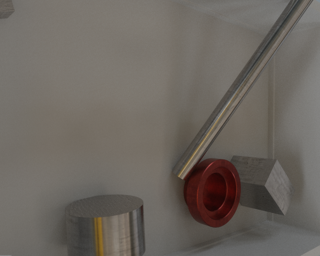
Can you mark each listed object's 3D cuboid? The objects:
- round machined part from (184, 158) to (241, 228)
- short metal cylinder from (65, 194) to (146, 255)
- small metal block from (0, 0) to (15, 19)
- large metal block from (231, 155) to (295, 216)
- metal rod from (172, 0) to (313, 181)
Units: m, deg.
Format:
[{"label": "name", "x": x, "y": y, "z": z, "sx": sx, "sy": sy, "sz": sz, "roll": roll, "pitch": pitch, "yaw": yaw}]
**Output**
[{"label": "round machined part", "x": 0.074, "y": 0.093, "z": 0.460, "sx": 0.099, "sy": 0.042, "sz": 0.097, "roll": 0, "pitch": 90, "yaw": -40}, {"label": "short metal cylinder", "x": -0.056, "y": 0.105, "z": 0.325, "sx": 0.081, "sy": 0.080, "sz": 0.050, "roll": -5, "pitch": 93, "yaw": -40}, {"label": "small metal block", "x": -0.164, "y": -0.122, "z": 0.270, "sx": 0.050, "sy": 0.025, "sz": 0.050, "roll": -23, "pitch": 105, "yaw": -38}, {"label": "large metal block", "x": 0.161, "y": 0.093, "z": 0.510, "sx": 0.080, "sy": 0.080, "sz": 0.050, "roll": 51, "pitch": 60, "yaw": -28}, {"label": "metal rod", "x": 0.112, "y": -0.056, "z": 0.426, "sx": 0.025, "sy": 0.025, "sz": 0.299, "roll": 32, "pitch": 94, "yaw": -36}]
